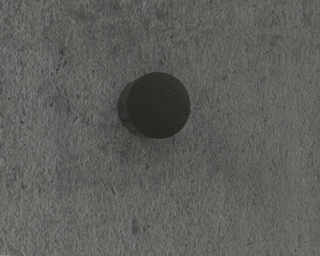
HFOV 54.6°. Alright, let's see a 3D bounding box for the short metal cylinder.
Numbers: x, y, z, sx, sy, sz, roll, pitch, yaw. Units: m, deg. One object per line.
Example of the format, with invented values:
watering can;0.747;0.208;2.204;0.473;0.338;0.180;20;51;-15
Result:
short metal cylinder;-0.009;-0.027;0.392;0.081;0.050;0.080;0;90;-20
